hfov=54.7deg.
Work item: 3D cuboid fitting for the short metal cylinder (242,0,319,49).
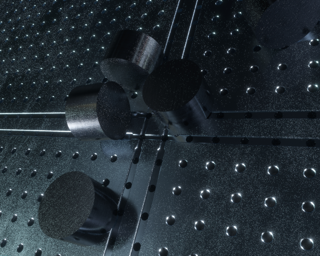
[{"bbox_3d":[0.149,-0.146,0.384,0.080,0.080,0.050,-23,54,14],"label":"short metal cylinder"}]

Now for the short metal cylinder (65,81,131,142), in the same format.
[{"bbox_3d":[-0.083,-0.022,0.428,0.050,0.080,0.080,-4,60,26],"label":"short metal cylinder"}]

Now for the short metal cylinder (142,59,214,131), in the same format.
[{"bbox_3d":[0.024,-0.043,0.405,0.080,0.050,0.080,-13,56,20],"label":"short metal cylinder"}]

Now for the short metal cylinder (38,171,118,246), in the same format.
[{"bbox_3d":[-0.100,0.100,0.382,0.080,0.050,0.080,-13,56,20],"label":"short metal cylinder"}]

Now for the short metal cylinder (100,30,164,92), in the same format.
[{"bbox_3d":[-0.040,-0.096,0.451,0.080,0.080,0.050,5,64,30],"label":"short metal cylinder"}]
